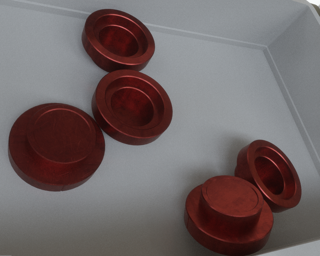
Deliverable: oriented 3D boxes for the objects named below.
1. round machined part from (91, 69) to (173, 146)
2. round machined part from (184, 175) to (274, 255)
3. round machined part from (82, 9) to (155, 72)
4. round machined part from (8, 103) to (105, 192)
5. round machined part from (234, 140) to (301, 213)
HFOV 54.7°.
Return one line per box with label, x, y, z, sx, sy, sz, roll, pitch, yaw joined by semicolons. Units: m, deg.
round machined part;-0.037;-0.022;0.388;0.099;0.042;0.098;14;56;-21
round machined part;0.078;0.090;0.351;0.099;0.042;0.098;3;29;-2
round machined part;-0.060;-0.115;0.432;0.099;0.042;0.098;14;56;-21
round machined part;-0.106;0.014;0.329;0.099;0.042;0.098;14;56;-21
round machined part;0.142;0.068;0.423;0.099;0.042;0.098;20;49;-25
